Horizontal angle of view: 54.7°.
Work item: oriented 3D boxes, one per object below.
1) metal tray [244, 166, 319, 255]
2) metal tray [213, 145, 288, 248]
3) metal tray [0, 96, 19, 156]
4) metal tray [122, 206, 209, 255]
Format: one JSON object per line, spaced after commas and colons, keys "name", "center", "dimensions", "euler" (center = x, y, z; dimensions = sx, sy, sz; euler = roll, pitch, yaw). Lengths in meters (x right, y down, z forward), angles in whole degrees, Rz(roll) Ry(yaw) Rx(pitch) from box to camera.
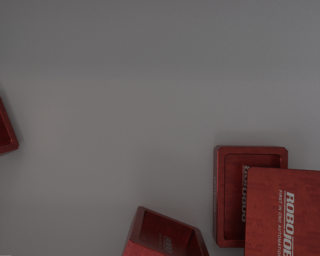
{"name": "metal tray", "center": [0.149, 0.114, 0.369], "dimensions": [0.090, 0.030, 0.129], "euler": [2, 82, 19]}
{"name": "metal tray", "center": [0.118, 0.088, 0.409], "dimensions": [0.091, 0.030, 0.129], "euler": [1, 90, 0]}
{"name": "metal tray", "center": [-0.236, -0.001, 0.356], "dimensions": [0.030, 0.131, 0.090], "euler": [-21, 90, 22]}
{"name": "metal tray", "center": [0.007, 0.136, 0.359], "dimensions": [0.090, 0.130, 0.030], "euler": [22, 91, 0]}
